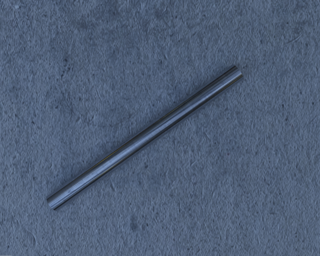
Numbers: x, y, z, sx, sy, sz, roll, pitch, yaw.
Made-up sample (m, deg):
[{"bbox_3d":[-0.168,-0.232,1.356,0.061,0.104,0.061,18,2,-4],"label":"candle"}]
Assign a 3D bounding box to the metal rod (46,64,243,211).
[{"bbox_3d":[-0.020,0.013,0.411,0.301,0.025,0.025,-35,90,0],"label":"metal rod"}]
